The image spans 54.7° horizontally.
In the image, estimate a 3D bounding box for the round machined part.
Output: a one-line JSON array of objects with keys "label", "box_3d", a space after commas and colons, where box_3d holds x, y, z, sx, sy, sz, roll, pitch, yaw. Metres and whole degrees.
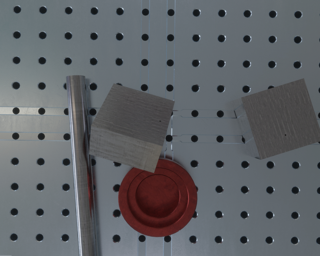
[{"label": "round machined part", "box_3d": [-0.003, 0.087, 0.405, 0.099, 0.042, 0.097, 0, 90, 0]}]

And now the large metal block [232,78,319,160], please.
[{"label": "large metal block", "box_3d": [0.149, -0.011, 0.402, 0.080, 0.050, 0.080, -17, 90, 0]}]

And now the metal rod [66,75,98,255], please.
[{"label": "metal rod", "box_3d": [-0.102, 0.081, 0.412, 0.025, 0.025, 0.298, -4, 90, 0]}]

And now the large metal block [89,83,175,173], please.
[{"label": "large metal block", "box_3d": [-0.033, -0.001, 0.380, 0.080, 0.080, 0.050, 16, 134, 0]}]
